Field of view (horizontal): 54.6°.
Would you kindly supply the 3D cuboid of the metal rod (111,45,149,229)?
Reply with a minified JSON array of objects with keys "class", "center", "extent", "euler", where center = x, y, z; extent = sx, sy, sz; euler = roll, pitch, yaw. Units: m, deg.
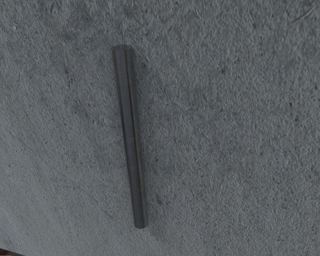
[{"class":"metal rod","center":[-0.039,0.032,0.447],"extent":[0.025,0.025,0.298],"euler":[11,123,22]}]
